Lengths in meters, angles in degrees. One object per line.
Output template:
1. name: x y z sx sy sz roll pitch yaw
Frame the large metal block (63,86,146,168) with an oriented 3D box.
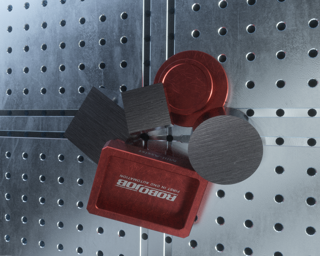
1. large metal block: -0.070 0.000 0.424 0.080 0.050 0.080 37 102 16

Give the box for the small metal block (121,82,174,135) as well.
1. small metal block: -0.014 -0.022 0.368 0.050 0.025 0.050 -13 83 8

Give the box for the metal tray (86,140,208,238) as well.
1. metal tray: -0.015 0.076 0.385 0.131 0.030 0.089 16 103 -3

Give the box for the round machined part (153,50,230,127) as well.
1. round machined part: 0.036 -0.050 0.390 0.098 0.042 0.097 0 90 20

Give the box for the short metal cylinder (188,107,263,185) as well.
1. short metal cylinder: 0.074 0.019 0.361 0.080 0.050 0.079 2 104 8
